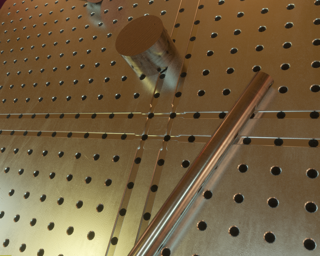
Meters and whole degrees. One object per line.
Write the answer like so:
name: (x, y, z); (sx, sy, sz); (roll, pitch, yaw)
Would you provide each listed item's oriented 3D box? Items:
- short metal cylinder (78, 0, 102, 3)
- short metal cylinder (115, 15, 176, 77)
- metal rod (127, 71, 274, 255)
short metal cylinder: (-0.151, -0.304, 0.639); (0.050, 0.080, 0.080); (26, 76, 37)
short metal cylinder: (-0.021, -0.127, 0.482); (0.080, 0.050, 0.080); (-13, 56, 21)
metal rod: (0.040, 0.058, 0.352); (0.025, 0.025, 0.300); (29, 77, 37)
